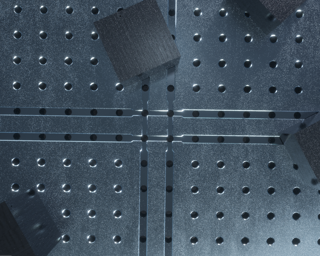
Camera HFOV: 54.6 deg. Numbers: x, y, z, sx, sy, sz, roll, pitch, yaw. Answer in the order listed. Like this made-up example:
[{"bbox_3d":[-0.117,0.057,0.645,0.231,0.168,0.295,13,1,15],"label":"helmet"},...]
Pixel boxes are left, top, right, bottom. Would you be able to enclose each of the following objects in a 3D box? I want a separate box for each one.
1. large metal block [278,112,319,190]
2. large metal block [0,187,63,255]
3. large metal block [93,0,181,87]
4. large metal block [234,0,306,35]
[{"bbox_3d":[0.217,0.024,0.402,0.080,0.050,0.080,-28,90,0],"label":"large metal block"},{"bbox_3d":[-0.175,0.128,0.385,0.050,0.080,0.080,-29,90,0],"label":"large metal block"},{"bbox_3d":[-0.028,-0.108,0.401,0.080,0.050,0.080,-24,90,0],"label":"large metal block"},{"bbox_3d":[0.149,-0.184,0.402,0.080,0.050,0.080,-43,90,0],"label":"large metal block"}]
